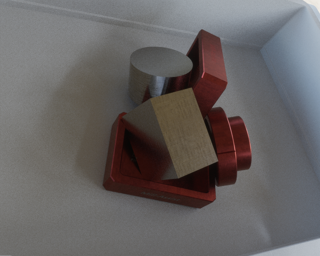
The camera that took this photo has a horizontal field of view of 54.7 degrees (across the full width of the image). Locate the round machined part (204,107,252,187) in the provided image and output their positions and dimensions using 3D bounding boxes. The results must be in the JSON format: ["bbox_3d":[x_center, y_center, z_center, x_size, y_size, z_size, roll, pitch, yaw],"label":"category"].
[{"bbox_3d":[0.083,0.021,0.386,0.042,0.098,0.098,-9,63,1],"label":"round machined part"}]

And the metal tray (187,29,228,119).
[{"bbox_3d":[0.047,-0.062,0.407,0.030,0.089,0.130,22,38,-12],"label":"metal tray"}]

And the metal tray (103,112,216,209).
[{"bbox_3d":[0.003,0.040,0.378,0.131,0.030,0.090,16,55,-19],"label":"metal tray"}]

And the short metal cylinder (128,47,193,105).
[{"bbox_3d":[-0.001,-0.067,0.410,0.081,0.050,0.080,6,39,-4],"label":"short metal cylinder"}]

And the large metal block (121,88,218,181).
[{"bbox_3d":[0.007,0.010,0.338,0.050,0.080,0.080,-18,87,-29],"label":"large metal block"}]
